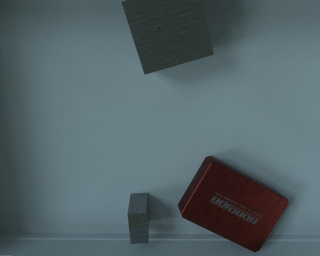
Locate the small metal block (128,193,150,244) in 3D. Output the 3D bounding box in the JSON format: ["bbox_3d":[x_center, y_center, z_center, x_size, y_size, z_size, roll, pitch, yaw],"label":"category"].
[{"bbox_3d":[-0.030,0.129,0.445,0.025,0.050,0.050,-3,110,1],"label":"small metal block"}]

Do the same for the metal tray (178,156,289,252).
[{"bbox_3d":[0.103,0.108,0.441,0.131,0.030,0.090,28,95,-10],"label":"metal tray"}]

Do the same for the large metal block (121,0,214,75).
[{"bbox_3d":[0.010,-0.115,0.356,0.080,0.050,0.080,-16,110,5],"label":"large metal block"}]
